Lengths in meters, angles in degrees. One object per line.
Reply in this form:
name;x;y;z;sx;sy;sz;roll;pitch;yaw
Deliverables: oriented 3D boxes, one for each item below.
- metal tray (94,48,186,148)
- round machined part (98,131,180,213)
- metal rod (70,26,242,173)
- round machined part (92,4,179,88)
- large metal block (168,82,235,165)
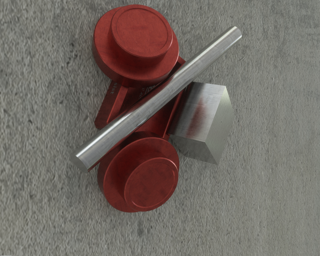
metal tray;-0.016;-0.042;0.389;0.090;0.030;0.130;31;71;-36
round machined part;-0.018;0.056;0.358;0.099;0.042;0.097;-13;117;-27
metal rod;0.015;-0.052;0.380;0.302;0.025;0.025;-43;116;-32
round machined part;-0.024;-0.098;0.348;0.099;0.042;0.098;6;69;-16
large metal block;0.060;-0.005;0.421;0.080;0.050;0.080;-67;151;-19
